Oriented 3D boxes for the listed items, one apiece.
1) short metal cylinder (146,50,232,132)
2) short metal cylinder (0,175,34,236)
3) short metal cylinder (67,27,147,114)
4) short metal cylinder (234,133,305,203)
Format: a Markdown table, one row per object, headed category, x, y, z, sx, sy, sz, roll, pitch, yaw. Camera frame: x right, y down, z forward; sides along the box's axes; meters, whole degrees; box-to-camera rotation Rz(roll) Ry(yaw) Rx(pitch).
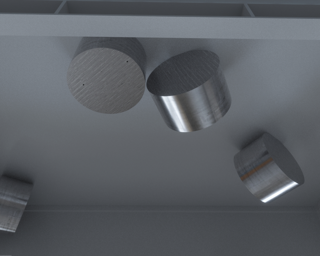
| category | x | y | z | sx | sy | sz | roll | pitch | yaw |
| --- | --- | --- | --- | --- | --- | --- | --- | --- | --- |
| short metal cylinder | 0.032 | -0.041 | 0.338 | 0.080 | 0.080 | 0.050 | -17 | 128 | 14 |
| short metal cylinder | -0.232 | 0.117 | 0.470 | 0.050 | 0.080 | 0.080 | 22 | 127 | -18 |
| short metal cylinder | -0.055 | -0.062 | 0.339 | 0.081 | 0.050 | 0.079 | 0 | 130 | 0 |
| short metal cylinder | 0.147 | 0.054 | 0.420 | 0.080 | 0.080 | 0.050 | 32 | 123 | -24 |
